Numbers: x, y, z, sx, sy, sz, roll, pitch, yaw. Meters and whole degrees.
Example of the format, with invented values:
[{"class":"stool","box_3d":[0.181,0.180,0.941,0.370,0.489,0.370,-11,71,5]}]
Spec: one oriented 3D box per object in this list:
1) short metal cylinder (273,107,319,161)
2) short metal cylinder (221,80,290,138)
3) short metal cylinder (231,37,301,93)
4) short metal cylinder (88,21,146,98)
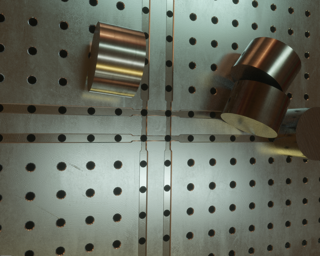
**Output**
[{"class":"short metal cylinder","box_3d":[0.225,0.008,0.482,0.081,0.050,0.079,0,90,-20]},{"class":"short metal cylinder","box_3d":[0.132,-0.025,0.432,0.080,0.080,0.050,27,81,-18]},{"class":"short metal cylinder","box_3d":[0.148,-0.081,0.438,0.080,0.080,0.050,39,78,-16]},{"class":"short metal cylinder","box_3d":[-0.053,-0.079,0.364,0.050,0.080,0.080,7,88,-20]}]
